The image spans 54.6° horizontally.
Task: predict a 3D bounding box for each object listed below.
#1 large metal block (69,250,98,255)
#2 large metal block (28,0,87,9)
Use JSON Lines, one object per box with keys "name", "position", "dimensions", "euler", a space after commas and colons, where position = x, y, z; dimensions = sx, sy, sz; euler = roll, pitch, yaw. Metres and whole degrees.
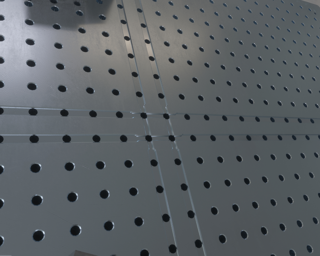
{"name": "large metal block", "position": [-0.051, 0.160, 0.266], "dimensions": [0.080, 0.050, 0.080], "euler": [22, 54, -15]}
{"name": "large metal block", "position": [-0.150, -0.227, 0.449], "dimensions": [0.081, 0.050, 0.080], "euler": [-3, 63, -30]}
